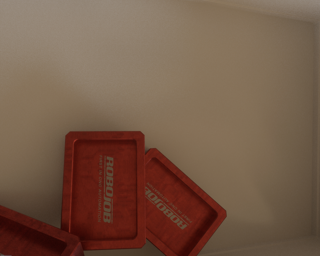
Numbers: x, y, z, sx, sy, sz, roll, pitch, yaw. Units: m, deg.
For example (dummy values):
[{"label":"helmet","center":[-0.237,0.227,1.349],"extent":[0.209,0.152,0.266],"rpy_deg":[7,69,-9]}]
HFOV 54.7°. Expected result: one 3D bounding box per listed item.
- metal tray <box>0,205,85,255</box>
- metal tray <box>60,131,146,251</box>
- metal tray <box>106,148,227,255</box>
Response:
[{"label":"metal tray","center":[-0.151,0.127,0.291],"extent":[0.090,0.130,0.030],"rpy_deg":[-57,155,-46]},{"label":"metal tray","center":[-0.063,0.070,0.357],"extent":[0.091,0.030,0.129],"rpy_deg":[0,76,-5]},{"label":"metal tray","center":[0.008,0.100,0.395],"extent":[0.130,0.030,0.090],"rpy_deg":[42,76,-1]}]
